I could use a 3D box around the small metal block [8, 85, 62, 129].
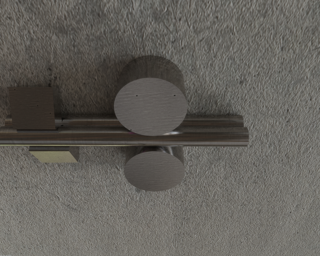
[{"bbox_3d":[-0.149,-0.025,0.373,0.050,0.025,0.050,0,103,0],"label":"small metal block"}]

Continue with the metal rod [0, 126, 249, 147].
[{"bbox_3d":[-0.044,0.010,0.384,0.302,0.025,0.025,0,130,0],"label":"metal rod"}]

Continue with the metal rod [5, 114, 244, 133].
[{"bbox_3d":[-0.045,-0.005,0.404,0.302,0.025,0.025,0,130,-1],"label":"metal rod"}]

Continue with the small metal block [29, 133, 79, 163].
[{"bbox_3d":[-0.140,0.028,0.418,0.050,0.025,0.050,0,157,-1],"label":"small metal block"}]

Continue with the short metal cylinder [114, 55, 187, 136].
[{"bbox_3d":[-0.010,-0.037,0.360,0.081,0.050,0.079,0,130,0],"label":"short metal cylinder"}]

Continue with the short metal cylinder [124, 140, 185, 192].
[{"bbox_3d":[-0.007,0.043,0.429,0.081,0.050,0.079,0,130,0],"label":"short metal cylinder"}]
